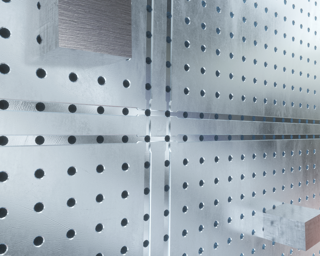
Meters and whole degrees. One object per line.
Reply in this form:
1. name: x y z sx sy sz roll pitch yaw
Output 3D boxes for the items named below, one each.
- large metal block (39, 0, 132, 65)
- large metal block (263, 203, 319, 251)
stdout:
1. large metal block: -0.078 -0.115 0.327 0.081 0.050 0.080 -1 91 -40
2. large metal block: 0.252 0.182 0.583 0.081 0.080 0.050 -5 94 -40
